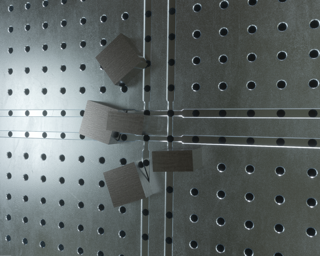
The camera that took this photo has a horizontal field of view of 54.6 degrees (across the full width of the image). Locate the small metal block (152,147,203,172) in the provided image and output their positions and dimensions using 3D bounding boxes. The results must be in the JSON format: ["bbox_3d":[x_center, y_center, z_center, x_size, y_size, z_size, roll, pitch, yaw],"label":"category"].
[{"bbox_3d":[0.023,0.039,0.391,0.050,0.050,0.025,-3,89,20],"label":"small metal block"}]

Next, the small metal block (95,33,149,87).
[{"bbox_3d":[-0.053,-0.094,0.432,0.050,0.025,0.050,-39,78,16],"label":"small metal block"}]

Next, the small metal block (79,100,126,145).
[{"bbox_3d":[-0.082,-0.008,0.442,0.050,0.025,0.050,18,96,19],"label":"small metal block"}]

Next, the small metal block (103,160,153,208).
[{"bbox_3d":[-0.044,0.077,0.429,0.050,0.025,0.050,-21,83,19],"label":"small metal block"}]

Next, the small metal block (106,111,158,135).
[{"bbox_3d":[-0.036,-0.007,0.412,0.050,0.050,0.025,8,93,20],"label":"small metal block"}]
